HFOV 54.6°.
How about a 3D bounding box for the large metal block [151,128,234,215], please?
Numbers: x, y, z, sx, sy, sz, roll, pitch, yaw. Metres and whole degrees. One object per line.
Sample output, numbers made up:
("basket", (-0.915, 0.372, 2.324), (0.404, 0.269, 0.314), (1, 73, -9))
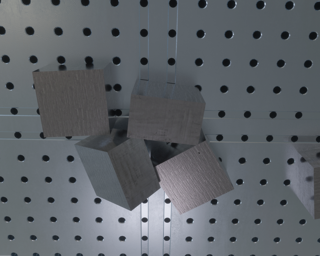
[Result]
("large metal block", (0.042, 0.057, 0.421), (0.080, 0.050, 0.080), (-29, 108, 10))

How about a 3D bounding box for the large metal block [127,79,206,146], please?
("large metal block", (0.006, -0.022, 0.376), (0.080, 0.080, 0.050), (7, 110, -3))

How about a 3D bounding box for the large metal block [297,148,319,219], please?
("large metal block", (0.242, 0.072, 0.428), (0.080, 0.050, 0.080), (-10, 110, 3))

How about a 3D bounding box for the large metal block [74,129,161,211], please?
("large metal block", (-0.055, 0.048, 0.395), (0.050, 0.080, 0.080), (-32, 114, -35))

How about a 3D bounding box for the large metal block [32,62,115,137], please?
("large metal block", (-0.102, -0.036, 0.386), (0.080, 0.050, 0.079), (-2, 110, 1))
